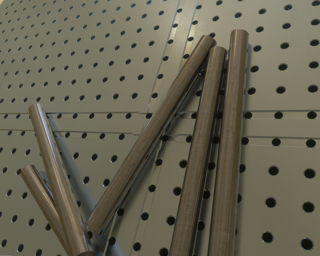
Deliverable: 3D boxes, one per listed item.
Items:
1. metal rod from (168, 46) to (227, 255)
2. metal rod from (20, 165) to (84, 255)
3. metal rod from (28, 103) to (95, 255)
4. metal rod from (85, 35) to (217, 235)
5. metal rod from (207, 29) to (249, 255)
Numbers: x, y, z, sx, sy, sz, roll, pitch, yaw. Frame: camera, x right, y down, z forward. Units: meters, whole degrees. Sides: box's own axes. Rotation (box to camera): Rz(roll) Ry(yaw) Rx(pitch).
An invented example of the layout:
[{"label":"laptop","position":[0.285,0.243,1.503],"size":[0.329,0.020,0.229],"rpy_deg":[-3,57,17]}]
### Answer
[{"label":"metal rod","position":[0.047,0.027,0.365],"size":[0.025,0.025,0.300],"rpy_deg":[0,62,28]},{"label":"metal rod","position":[-0.105,0.139,0.376],"size":[0.025,0.025,0.300],"rpy_deg":[-48,52,-5]},{"label":"metal rod","position":[-0.149,0.054,0.435],"size":[0.025,0.025,0.300],"rpy_deg":[-39,47,1]},{"label":"metal rod","position":[-0.005,-0.001,0.410],"size":[0.025,0.025,0.300],"rpy_deg":[21,73,35]},{"label":"metal rod","position":[0.083,0.004,0.361],"size":[0.025,0.025,0.299],"rpy_deg":[-3,60,26]}]
